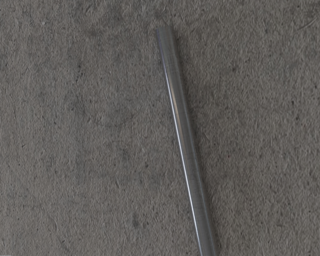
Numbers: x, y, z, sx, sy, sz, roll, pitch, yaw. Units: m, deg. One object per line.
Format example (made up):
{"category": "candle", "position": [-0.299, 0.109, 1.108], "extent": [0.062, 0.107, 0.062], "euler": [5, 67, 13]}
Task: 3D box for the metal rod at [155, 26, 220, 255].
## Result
{"category": "metal rod", "position": [0.034, 0.017, 0.397], "extent": [0.025, 0.025, 0.299], "euler": [-12, 86, 19]}
